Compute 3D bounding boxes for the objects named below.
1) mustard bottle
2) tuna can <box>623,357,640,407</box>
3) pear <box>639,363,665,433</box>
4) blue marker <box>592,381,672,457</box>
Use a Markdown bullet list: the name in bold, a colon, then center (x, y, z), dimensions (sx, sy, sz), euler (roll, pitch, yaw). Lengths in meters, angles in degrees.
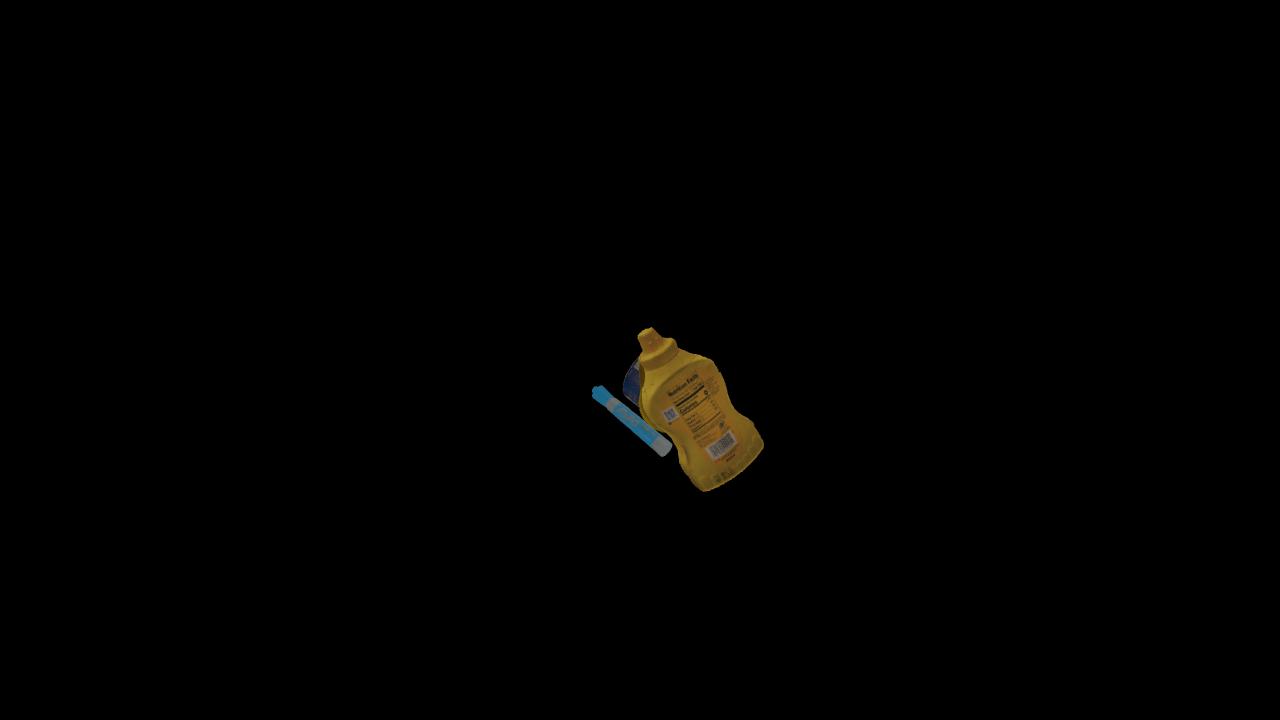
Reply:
- **mustard bottle**: center (0.052, 0.044, 0.646), dimensions (0.092, 0.184, 0.054), euler (-34, 17, -2)
- **tuna can**: center (0.018, 0.022, 0.765), dimensions (0.034, 0.084, 0.084), euler (37, 18, 26)
- **pear**: center (0.027, 0.025, 0.657), dimensions (0.080, 0.111, 0.080), euler (-22, 33, 15)
- **blue marker**: center (-0.012, 0.067, 0.705), dimensions (0.121, 0.020, 0.020), euler (38, 20, 28)
